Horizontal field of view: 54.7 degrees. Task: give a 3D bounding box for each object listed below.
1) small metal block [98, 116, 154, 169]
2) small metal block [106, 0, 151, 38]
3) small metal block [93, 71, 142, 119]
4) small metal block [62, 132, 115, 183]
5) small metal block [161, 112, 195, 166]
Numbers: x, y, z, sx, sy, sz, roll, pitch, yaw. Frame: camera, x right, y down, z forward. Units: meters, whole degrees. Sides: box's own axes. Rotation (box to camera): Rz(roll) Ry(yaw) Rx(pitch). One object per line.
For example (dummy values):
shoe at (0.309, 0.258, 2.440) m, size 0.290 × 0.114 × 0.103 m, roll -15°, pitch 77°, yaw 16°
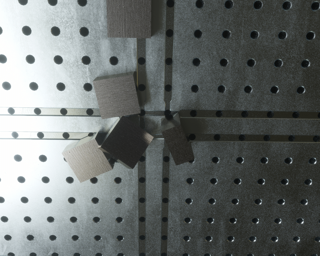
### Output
small metal block at (-0.045, 0.019, 0.408) m, size 0.050 × 0.025 × 0.050 m, roll 37°, pitch 73°, yaw -13°
small metal block at (-0.035, -0.133, 0.364) m, size 0.050 × 0.025 × 0.050 m, roll 1°, pitch 110°, yaw -1°
small metal block at (-0.054, -0.042, 0.397) m, size 0.050 × 0.025 × 0.050 m, roll -9°, pitch 110°, yaw 3°
small metal block at (-0.097, 0.041, 0.427) m, size 0.050 × 0.025 × 0.050 m, roll -24°, pitch 109°, yaw 8°
small metal block at (0.023, 0.013, 0.405) m, size 0.025 × 0.050 × 0.050 m, roll -21°, pitch 109°, yaw 7°
